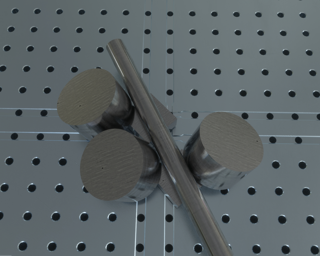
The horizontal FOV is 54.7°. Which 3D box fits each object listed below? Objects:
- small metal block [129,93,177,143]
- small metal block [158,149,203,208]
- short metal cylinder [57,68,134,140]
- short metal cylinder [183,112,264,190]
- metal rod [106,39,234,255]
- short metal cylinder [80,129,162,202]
[{"bbox_3d":[-0.013,-0.009,0.411,0.050,0.025,0.050,-41,75,-14],"label":"small metal block"},{"bbox_3d":[0.024,0.063,0.385,0.050,0.025,0.050,-38,75,-13],"label":"small metal block"},{"bbox_3d":[-0.080,-0.028,0.389,0.080,0.050,0.080,-10,60,18],"label":"short metal cylinder"},{"bbox_3d":[0.074,0.027,0.372,0.081,0.050,0.080,11,53,-15],"label":"short metal cylinder"},{"bbox_3d":[0.003,0.014,0.376,0.025,0.025,0.299,-24,72,-9],"label":"metal rod"},{"bbox_3d":[-0.045,0.045,0.363,0.080,0.050,0.080,-6,73,21],"label":"short metal cylinder"}]
